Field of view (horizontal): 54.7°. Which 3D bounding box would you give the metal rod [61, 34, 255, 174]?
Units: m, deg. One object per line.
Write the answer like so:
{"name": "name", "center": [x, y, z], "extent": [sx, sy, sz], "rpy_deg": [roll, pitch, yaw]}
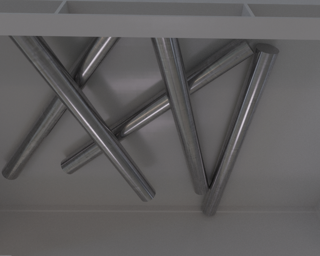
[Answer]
{"name": "metal rod", "center": [-0.020, -0.017, 0.394], "extent": [0.299, 0.025, 0.025], "rpy_deg": [-33, 123, 24]}

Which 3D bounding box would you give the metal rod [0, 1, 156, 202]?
{"name": "metal rod", "center": [-0.080, -0.005, 0.369], "extent": [0.025, 0.025, 0.299], "rpy_deg": [-19, 128, 15]}

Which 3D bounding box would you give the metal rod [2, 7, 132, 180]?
{"name": "metal rod", "center": [-0.131, -0.023, 0.387], "extent": [0.025, 0.025, 0.299], "rpy_deg": [31, 124, -24]}

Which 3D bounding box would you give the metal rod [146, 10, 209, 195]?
{"name": "metal rod", "center": [0.033, -0.001, 0.381], "extent": [0.025, 0.025, 0.299], "rpy_deg": [-10, 138, 8]}

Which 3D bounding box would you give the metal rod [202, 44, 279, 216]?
{"name": "metal rod", "center": [0.100, 0.027, 0.432], "extent": [0.025, 0.025, 0.298], "rpy_deg": [5, 130, -4]}
